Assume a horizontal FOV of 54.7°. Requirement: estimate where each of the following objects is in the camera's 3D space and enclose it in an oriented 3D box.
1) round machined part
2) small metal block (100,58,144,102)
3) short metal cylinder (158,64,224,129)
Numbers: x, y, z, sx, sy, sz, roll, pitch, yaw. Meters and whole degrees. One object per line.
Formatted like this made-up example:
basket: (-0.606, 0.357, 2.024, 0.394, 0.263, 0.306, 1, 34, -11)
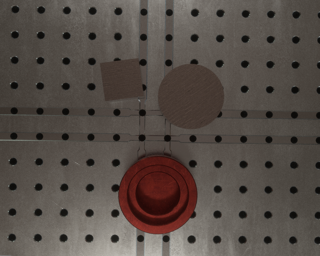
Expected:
round machined part: (-0.003, 0.084, 0.405, 0.099, 0.042, 0.097, 0, 90, -1)
small metal block: (-0.049, -0.063, 0.413, 0.050, 0.025, 0.050, -8, 90, -1)
short metal cylinder: (0.038, -0.038, 0.401, 0.081, 0.050, 0.079, 0, 90, -1)
